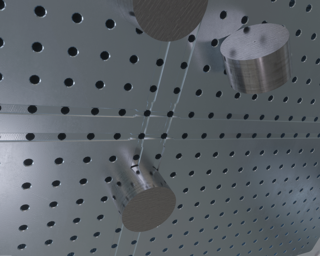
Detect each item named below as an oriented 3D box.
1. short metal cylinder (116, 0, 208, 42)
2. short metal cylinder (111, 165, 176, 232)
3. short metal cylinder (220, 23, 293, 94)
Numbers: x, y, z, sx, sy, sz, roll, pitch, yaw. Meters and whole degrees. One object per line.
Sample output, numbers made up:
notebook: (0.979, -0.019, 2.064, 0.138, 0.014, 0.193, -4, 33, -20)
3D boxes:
short metal cylinder: (0.001, -0.134, 0.313, 0.081, 0.050, 0.079, -14, 124, -21)
short metal cylinder: (-0.024, 0.101, 0.444, 0.081, 0.050, 0.079, -14, 124, -21)
short metal cylinder: (0.121, -0.087, 0.387, 0.080, 0.080, 0.050, -32, 129, -8)
